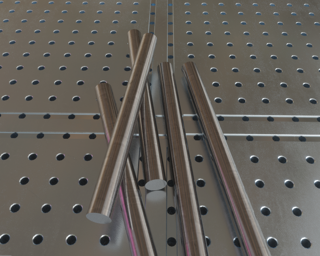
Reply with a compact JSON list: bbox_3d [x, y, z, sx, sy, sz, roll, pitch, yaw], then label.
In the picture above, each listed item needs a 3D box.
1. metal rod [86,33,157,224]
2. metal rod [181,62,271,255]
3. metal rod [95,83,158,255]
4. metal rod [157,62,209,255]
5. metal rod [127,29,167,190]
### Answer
[{"bbox_3d":[-0.038,-0.026,0.395,0.025,0.025,0.300,6,50,5],"label":"metal rod"},{"bbox_3d":[0.071,0.019,0.392,0.025,0.025,0.300,-8,50,-6],"label":"metal rod"},{"bbox_3d":[-0.042,0.053,0.362,0.025,0.025,0.300,-12,51,-10],"label":"metal rod"},{"bbox_3d":[0.022,0.020,0.390,0.025,0.025,0.300,-4,50,-3],"label":"metal rod"},{"bbox_3d":[-0.025,-0.049,0.448,0.025,0.025,0.300,-6,50,-5],"label":"metal rod"}]
